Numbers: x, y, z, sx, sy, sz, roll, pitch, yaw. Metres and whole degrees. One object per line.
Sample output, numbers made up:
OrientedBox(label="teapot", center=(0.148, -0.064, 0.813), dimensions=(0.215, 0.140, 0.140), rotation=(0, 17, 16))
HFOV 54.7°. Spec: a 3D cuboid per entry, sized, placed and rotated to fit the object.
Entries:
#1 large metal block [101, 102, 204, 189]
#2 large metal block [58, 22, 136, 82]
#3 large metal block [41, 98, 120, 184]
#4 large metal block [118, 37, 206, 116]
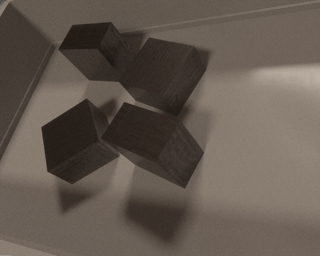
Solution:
OrientedBox(label="large metal block", center=(-0.006, 0.020, 0.360), dimensions=(0.080, 0.080, 0.050), rotation=(20, 72, 35))
OrientedBox(label="large metal block", center=(-0.096, -0.118, 0.491), dimensions=(0.080, 0.080, 0.050), rotation=(8, 66, 31))
OrientedBox(label="large metal block", center=(-0.113, 0.019, 0.436), dimensions=(0.080, 0.050, 0.080), rotation=(-31, 52, 8))
OrientedBox(label="large metal block", center=(0.004, -0.073, 0.431), dimensions=(0.080, 0.050, 0.080), rotation=(23, 74, 36))
